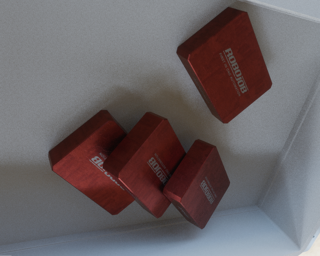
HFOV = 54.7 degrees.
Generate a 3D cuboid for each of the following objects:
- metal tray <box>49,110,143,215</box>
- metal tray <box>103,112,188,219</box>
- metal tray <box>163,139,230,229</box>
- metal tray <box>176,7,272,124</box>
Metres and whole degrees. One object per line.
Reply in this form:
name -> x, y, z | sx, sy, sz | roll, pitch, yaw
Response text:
metal tray -> -0.065, 0.049, 0.402 | 0.090, 0.030, 0.130 | -39, 130, -2
metal tray -> -0.008, 0.052, 0.405 | 0.090, 0.030, 0.130 | -51, 140, -18
metal tray -> 0.059, 0.087, 0.457 | 0.090, 0.030, 0.130 | -54, 144, -18
metal tray -> 0.090, -0.077, 0.409 | 0.090, 0.030, 0.130 | -39, 130, -2
